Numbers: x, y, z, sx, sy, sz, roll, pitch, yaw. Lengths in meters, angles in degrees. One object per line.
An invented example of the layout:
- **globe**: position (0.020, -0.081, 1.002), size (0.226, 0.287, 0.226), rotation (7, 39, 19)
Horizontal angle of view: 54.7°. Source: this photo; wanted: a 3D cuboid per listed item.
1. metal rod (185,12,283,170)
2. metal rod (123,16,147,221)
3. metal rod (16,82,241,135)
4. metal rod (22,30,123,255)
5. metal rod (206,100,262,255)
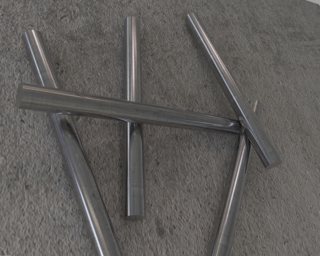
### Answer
- **metal rod**: position (0.104, -0.073, 0.484), size (0.025, 0.025, 0.299), rotation (-4, 57, -30)
- **metal rod**: position (-0.035, -0.034, 0.404), size (0.025, 0.025, 0.299), rotation (10, 57, -23)
- **metal rod**: position (-0.009, -0.016, 0.377), size (0.302, 0.025, 0.025), rotation (7, 58, -36)
- **metal rod**: position (-0.100, 0.015, 0.340), size (0.025, 0.025, 0.299), rotation (-12, 68, -33)
- **metal rod**: position (0.102, 0.070, 0.415), size (0.025, 0.025, 0.301), rotation (32, 51, -8)
